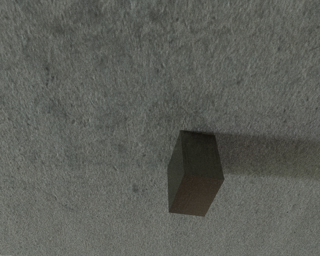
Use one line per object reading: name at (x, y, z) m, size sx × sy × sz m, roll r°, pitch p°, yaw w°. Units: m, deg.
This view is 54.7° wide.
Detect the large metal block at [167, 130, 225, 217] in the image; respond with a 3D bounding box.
large metal block at (0.044, 0.062, 0.425) m, size 0.050 × 0.080 × 0.079 m, roll 9°, pitch 130°, yaw -8°
